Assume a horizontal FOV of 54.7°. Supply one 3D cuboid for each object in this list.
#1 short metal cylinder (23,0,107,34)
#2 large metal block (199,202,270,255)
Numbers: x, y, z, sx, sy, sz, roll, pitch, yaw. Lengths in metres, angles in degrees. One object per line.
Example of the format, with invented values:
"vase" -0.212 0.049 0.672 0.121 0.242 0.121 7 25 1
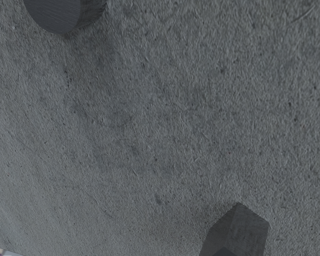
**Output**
"short metal cylinder" -0.109 -0.154 0.353 0.080 0.050 0.079 13 124 21
"large metal block" 0.097 0.162 0.420 0.050 0.080 0.079 35 129 5
